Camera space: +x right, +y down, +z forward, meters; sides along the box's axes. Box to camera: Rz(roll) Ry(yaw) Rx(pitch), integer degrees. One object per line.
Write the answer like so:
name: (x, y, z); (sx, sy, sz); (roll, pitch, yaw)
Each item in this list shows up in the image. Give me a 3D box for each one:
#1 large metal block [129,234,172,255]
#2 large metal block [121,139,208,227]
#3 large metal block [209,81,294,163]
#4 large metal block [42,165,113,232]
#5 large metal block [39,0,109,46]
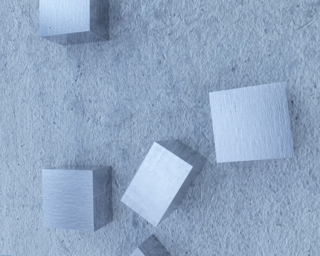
large metal block: (-0.017, 0.202, 0.402); (0.080, 0.050, 0.080); (45, 104, 14)
large metal block: (0.009, 0.061, 0.377); (0.050, 0.080, 0.080); (33, 101, 17)
large metal block: (0.106, -0.005, 0.358); (0.080, 0.050, 0.080); (-7, 88, 20)
large metal block: (-0.115, 0.095, 0.436); (0.080, 0.050, 0.080); (-2, 90, 20)
large metal block: (-0.120, -0.166, 0.438); (0.080, 0.050, 0.080); (0, 90, 20)
